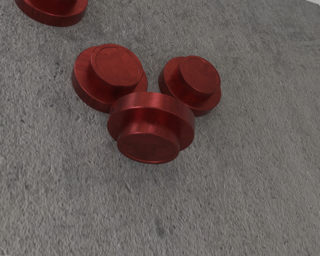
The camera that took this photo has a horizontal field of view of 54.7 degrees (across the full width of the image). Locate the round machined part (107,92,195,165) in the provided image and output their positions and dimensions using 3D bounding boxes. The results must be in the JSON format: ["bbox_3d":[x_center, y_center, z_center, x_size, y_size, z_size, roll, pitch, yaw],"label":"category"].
[{"bbox_3d":[-0.011,0.007,0.347,0.099,0.097,0.042,19,55,-17],"label":"round machined part"}]

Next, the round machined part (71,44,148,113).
[{"bbox_3d":[-0.061,-0.070,0.403,0.099,0.042,0.098,14,56,-21],"label":"round machined part"}]

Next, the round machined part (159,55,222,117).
[{"bbox_3d":[0.051,-0.069,0.462,0.099,0.042,0.098,14,56,-21],"label":"round machined part"}]

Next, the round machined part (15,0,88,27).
[{"bbox_3d":[-0.149,-0.192,0.430,0.099,0.042,0.098,14,56,-21],"label":"round machined part"}]
